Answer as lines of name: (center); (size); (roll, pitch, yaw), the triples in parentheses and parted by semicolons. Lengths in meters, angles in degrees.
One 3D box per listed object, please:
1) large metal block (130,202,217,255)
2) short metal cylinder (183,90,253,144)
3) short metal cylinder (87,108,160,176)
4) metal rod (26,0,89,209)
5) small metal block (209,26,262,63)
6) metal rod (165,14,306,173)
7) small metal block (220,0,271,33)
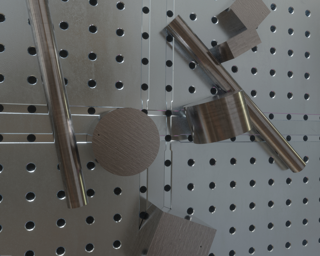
large metal block: (0.015, 0.153, 0.405); (0.080, 0.050, 0.080); (24, 82, -19)
short metal cylinder: (0.076, -0.015, 0.411); (0.081, 0.080, 0.050); (-19, 97, -19)
short metal cylinder: (-0.046, 0.016, 0.382); (0.081, 0.050, 0.080); (0, 90, -20)
metal rod: (-0.126, -0.053, 0.366); (0.025, 0.025, 0.298); (-12, 94, -20)
small metal block: (0.104, -0.115, 0.437); (0.050, 0.050, 0.025); (-32, 101, -17)
metal rod: (0.118, -0.041, 0.455); (0.300, 0.025, 0.025); (45, 76, -15)
small metal block: (0.127, -0.171, 0.459); (0.050, 0.025, 0.050); (45, 76, -15)
